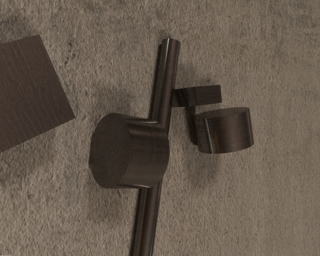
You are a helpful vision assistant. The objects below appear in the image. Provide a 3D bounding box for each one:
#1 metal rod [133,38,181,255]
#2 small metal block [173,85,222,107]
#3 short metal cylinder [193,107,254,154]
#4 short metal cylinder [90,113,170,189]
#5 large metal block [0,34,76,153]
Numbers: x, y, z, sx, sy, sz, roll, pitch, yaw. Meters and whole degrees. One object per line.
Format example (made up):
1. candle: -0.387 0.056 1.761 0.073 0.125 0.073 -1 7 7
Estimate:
1. metal rod: -0.004 0.031 0.402 0.025 0.025 0.298 13 82 -40
2. small metal block: 0.050 -0.044 0.432 0.050 0.050 0.025 -10 97 -40
3. short metal cylinder: 0.092 0.002 0.448 0.081 0.080 0.050 -17 101 -39
4. short metal cylinder: -0.035 0.026 0.341 0.050 0.080 0.080 10 84 -40
5. large metal block: -0.136 -0.029 0.275 0.081 0.050 0.080 -31 110 -36
